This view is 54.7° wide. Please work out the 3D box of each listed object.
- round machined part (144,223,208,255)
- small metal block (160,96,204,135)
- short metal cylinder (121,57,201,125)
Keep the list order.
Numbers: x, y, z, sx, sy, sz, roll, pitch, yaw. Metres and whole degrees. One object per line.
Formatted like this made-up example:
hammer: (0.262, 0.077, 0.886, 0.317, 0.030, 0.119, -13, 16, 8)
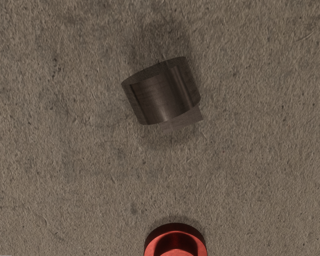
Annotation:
round machined part: (0.024, 0.198, 0.474, 0.099, 0.042, 0.097, 0, 110, -1)
small metal block: (0.024, -0.020, 0.389, 0.050, 0.050, 0.025, -21, 109, 7)
short metal cylinder: (0.002, -0.045, 0.364, 0.080, 0.080, 0.050, -21, 109, 7)
